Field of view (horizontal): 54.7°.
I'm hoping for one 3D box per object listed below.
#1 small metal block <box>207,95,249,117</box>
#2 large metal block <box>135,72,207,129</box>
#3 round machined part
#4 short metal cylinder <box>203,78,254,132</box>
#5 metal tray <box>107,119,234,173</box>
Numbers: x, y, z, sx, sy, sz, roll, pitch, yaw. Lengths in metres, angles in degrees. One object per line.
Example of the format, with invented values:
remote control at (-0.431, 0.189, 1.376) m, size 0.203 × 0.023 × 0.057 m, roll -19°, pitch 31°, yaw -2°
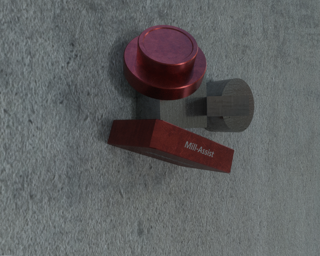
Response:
small metal block at (0.087, -0.029, 0.403) m, size 0.050 × 0.050 × 0.025 m, roll -30°, pitch 119°, yaw -80°
large metal block at (0.015, -0.039, 0.403) m, size 0.081 × 0.050 × 0.079 m, roll -2°, pitch 92°, yaw -40°
round machined part at (0.007, -0.083, 0.363) m, size 0.098 × 0.098 × 0.042 m, roll -44°, pitch 161°, yaw -31°
short metal cylinder at (0.099, -0.033, 0.474) m, size 0.081 × 0.050 × 0.080 m, roll 0°, pitch 90°, yaw -40°
metal tray at (0.015, 0.023, 0.376) m, size 0.131 × 0.090 × 0.030 m, roll 21°, pitch 77°, yaw -38°
